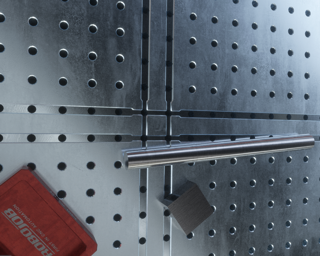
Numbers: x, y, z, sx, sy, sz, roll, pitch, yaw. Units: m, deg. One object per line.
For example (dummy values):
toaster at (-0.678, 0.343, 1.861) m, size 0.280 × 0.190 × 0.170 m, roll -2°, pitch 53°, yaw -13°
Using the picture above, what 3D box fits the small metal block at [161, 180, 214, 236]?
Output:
small metal block at (0.038, 0.109, 0.427) m, size 0.050 × 0.025 × 0.050 m, roll -36°, pitch 102°, yaw -17°

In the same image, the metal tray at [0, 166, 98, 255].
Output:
metal tray at (-0.148, 0.120, 0.355) m, size 0.090 × 0.030 × 0.130 m, roll -41°, pitch 103°, yaw -15°

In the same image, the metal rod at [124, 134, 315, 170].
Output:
metal rod at (0.098, 0.032, 0.448) m, size 0.303 × 0.025 × 0.025 m, roll -4°, pitch 92°, yaw -20°
